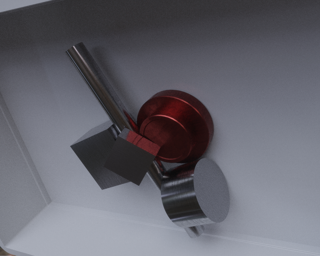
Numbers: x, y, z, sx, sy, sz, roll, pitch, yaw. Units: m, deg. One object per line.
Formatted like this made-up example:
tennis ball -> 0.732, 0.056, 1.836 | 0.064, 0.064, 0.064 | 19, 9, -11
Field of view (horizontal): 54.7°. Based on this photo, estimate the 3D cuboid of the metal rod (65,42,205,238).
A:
metal rod -> -0.026, 0.026, 0.408 | 0.025, 0.025, 0.299 | -23, 107, 36

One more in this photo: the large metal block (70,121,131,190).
large metal block -> -0.065, 0.034, 0.441 | 0.080, 0.050, 0.080 | -22, 107, 36

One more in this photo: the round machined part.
round machined part -> 0.014, 0.005, 0.389 | 0.098, 0.042, 0.097 | 13, 124, 20

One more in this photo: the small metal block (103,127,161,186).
small metal block -> -0.035, 0.035, 0.383 | 0.050, 0.025, 0.050 | 29, 117, 1

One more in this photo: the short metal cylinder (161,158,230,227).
short metal cylinder -> 0.046, 0.083, 0.397 | 0.050, 0.080, 0.080 | -22, 107, 36
